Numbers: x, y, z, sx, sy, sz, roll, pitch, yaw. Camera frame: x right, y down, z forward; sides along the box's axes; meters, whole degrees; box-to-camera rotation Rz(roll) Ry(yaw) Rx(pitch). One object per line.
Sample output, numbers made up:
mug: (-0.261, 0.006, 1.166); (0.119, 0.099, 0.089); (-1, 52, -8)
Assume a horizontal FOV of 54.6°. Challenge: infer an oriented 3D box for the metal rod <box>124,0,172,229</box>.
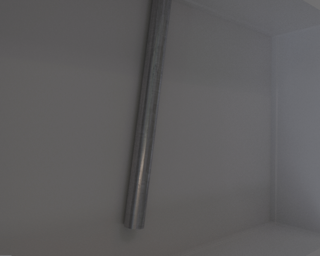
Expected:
metal rod: (-0.014, -0.027, 0.393); (0.025, 0.025, 0.299); (11, 83, -39)
